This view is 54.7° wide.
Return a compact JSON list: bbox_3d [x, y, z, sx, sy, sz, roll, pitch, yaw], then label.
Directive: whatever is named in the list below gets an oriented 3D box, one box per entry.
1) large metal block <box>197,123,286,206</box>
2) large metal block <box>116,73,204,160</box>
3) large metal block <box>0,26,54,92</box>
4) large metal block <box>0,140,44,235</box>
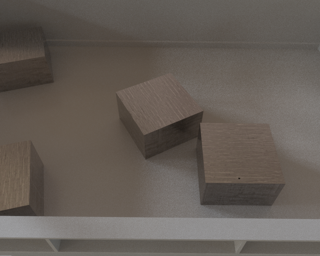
[{"bbox_3d":[0.086,0.041,0.356,0.081,0.050,0.080,1,50,0],"label":"large metal block"},{"bbox_3d":[-0.002,-0.017,0.404,0.081,0.050,0.080,-23,54,-18],"label":"large metal block"},{"bbox_3d":[-0.214,-0.107,0.476,0.081,0.050,0.080,-13,51,-11],"label":"large metal block"},{"bbox_3d":[-0.173,0.066,0.331,0.081,0.050,0.080,-11,51,-9],"label":"large metal block"}]
